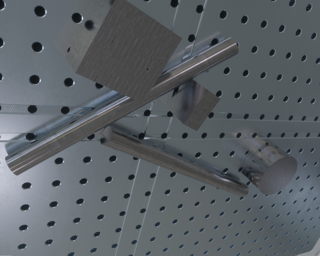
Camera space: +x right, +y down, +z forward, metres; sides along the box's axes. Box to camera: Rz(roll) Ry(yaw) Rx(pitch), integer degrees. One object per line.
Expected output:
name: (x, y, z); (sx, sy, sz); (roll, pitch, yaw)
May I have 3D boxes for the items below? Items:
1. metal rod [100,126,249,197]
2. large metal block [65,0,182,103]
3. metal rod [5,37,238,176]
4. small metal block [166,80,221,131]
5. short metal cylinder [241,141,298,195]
metal rod: (0.042, 0.061, 0.471); (0.301, 0.025, 0.025); (26, 104, -37)
large metal block: (-0.038, -0.084, 0.322); (0.080, 0.050, 0.080); (23, 106, -37)
metal rod: (-0.037, -0.031, 0.371); (0.301, 0.025, 0.025); (-30, 129, -9)
small metal block: (0.041, -0.032, 0.398); (0.025, 0.050, 0.050); (27, 104, -37)
short metal cylinder: (0.190, 0.070, 0.542); (0.081, 0.050, 0.079); (-14, 124, -21)
